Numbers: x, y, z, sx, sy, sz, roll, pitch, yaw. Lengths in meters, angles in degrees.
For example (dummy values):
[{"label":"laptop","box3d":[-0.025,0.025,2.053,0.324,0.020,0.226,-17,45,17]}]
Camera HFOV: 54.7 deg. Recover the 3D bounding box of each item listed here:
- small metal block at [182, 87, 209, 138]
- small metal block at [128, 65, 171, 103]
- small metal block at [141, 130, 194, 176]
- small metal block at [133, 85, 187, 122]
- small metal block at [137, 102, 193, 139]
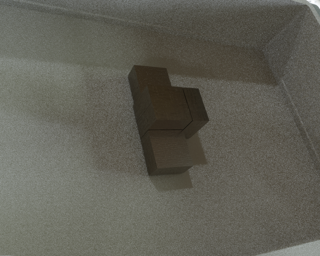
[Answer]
[{"label":"small metal block","box3d":[0.036,-0.019,0.418,0.025,0.050,0.050,0,62,-28]},{"label":"small metal block","box3d":[-0.013,-0.058,0.432,0.050,0.025,0.050,0,62,-28]},{"label":"small metal block","box3d":[0.008,0.030,0.389,0.050,0.025,0.050,0,62,-28]},{"label":"small metal block","box3d":[-0.001,-0.031,0.405,0.050,0.050,0.025,0,62,-28]},{"label":"small metal block","box3d":[0.005,-0.009,0.395,0.050,0.050,0.025,0,62,-28]}]
